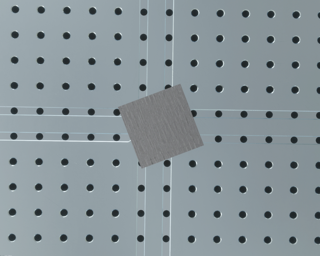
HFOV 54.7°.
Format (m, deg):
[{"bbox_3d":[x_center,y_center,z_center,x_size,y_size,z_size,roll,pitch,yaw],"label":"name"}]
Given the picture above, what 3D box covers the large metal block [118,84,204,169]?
[{"bbox_3d":[0.001,-0.002,0.398,0.080,0.050,0.080,-21,90,-1],"label":"large metal block"}]
